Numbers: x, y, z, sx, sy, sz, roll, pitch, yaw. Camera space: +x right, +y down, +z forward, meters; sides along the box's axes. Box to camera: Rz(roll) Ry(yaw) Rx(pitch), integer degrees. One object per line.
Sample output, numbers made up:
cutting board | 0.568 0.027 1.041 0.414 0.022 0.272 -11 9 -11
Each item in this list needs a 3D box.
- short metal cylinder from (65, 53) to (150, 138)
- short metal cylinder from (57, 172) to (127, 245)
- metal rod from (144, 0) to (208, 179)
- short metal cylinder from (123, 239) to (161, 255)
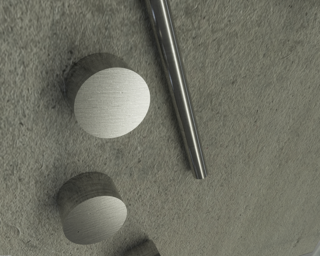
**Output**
short metal cylinder | -0.058 -0.036 0.337 0.081 0.050 0.079 -14 124 -21
short metal cylinder | -0.090 0.105 0.406 0.081 0.050 0.079 -14 124 -21
metal rod | 0.026 -0.042 0.394 0.025 0.025 0.299 -27 128 -12
short metal cylinder | -0.020 0.230 0.502 0.050 0.080 0.080 -23 127 -15
